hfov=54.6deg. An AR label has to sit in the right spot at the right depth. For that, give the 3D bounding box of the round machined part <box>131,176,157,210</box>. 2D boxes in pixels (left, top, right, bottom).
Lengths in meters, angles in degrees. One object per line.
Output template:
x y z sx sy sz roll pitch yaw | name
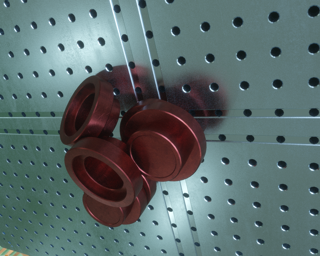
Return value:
-0.058 0.085 0.457 0.098 0.042 0.097 13 124 21 | round machined part

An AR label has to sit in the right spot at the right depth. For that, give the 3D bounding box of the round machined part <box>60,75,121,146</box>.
-0.090 -0.017 0.413 0.042 0.098 0.098 26 138 -35 | round machined part

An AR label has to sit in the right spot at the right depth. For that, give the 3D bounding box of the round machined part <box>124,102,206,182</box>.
0.000 0.023 0.359 0.098 0.042 0.097 13 123 21 | round machined part

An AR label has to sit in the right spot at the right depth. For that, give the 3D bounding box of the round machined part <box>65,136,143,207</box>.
-0.064 0.049 0.382 0.098 0.042 0.097 17 134 19 | round machined part

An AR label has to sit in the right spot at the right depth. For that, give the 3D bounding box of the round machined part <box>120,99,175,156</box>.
-0.009 0.016 0.388 0.098 0.042 0.097 13 124 21 | round machined part

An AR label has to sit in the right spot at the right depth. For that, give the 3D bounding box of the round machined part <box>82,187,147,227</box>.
-0.071 0.104 0.448 0.098 0.042 0.097 13 124 21 | round machined part
